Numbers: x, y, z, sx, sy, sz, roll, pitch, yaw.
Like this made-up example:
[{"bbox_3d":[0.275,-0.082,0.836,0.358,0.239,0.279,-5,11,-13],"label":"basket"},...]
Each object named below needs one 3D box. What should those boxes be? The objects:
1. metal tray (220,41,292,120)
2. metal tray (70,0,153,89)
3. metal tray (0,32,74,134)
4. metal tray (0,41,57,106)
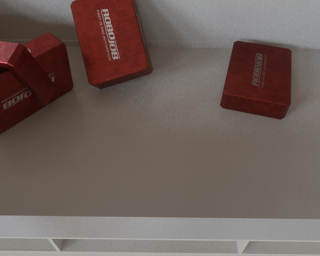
[{"bbox_3d":[0.147,-0.077,0.467,0.090,0.030,0.130,12,51,10],"label":"metal tray"},{"bbox_3d":[-0.070,-0.132,0.452,0.090,0.030,0.129,-15,85,10],"label":"metal tray"},{"bbox_3d":[-0.180,-0.058,0.407,0.030,0.090,0.131,39,59,19],"label":"metal tray"},{"bbox_3d":[-0.213,-0.073,0.399,0.130,0.090,0.030,10,64,15],"label":"metal tray"}]
